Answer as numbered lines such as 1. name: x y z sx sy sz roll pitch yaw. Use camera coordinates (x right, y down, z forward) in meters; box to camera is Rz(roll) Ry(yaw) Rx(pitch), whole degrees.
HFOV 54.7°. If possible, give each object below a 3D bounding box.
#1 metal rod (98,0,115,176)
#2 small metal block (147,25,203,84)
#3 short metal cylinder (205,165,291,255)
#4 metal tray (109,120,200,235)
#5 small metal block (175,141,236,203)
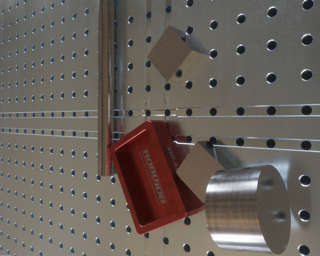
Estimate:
1. metal rod: -0.082 -0.077 0.474 0.025 0.025 0.298 0 90 39
2. small metal block: 0.018 -0.092 0.393 0.050 0.025 0.050 -51 61 28
3. short metal cylinder: 0.087 0.078 0.301 0.050 0.081 0.080 -13 82 39
4. metal tray: -0.012 0.065 0.413 0.090 0.030 0.130 -34 70 34
5. small metal block: 0.054 0.050 0.364 0.050 0.025 0.050 46 117 30
